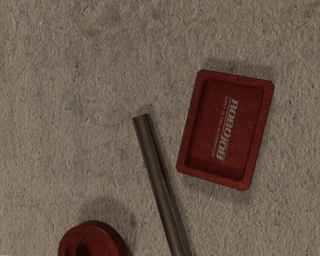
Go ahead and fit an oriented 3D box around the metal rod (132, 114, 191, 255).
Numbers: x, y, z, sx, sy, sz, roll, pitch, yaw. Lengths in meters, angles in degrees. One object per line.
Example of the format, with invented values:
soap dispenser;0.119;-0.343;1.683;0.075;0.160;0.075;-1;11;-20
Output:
metal rod;0.016;0.127;0.402;0.025;0.025;0.298;-18;84;19

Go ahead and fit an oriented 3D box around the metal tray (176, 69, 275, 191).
metal tray;0.079;0.001;0.378;0.090;0.030;0.129;14;95;19

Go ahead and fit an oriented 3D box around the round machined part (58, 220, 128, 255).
round machined part;-0.088;0.176;0.430;0.098;0.042;0.097;0;90;19
